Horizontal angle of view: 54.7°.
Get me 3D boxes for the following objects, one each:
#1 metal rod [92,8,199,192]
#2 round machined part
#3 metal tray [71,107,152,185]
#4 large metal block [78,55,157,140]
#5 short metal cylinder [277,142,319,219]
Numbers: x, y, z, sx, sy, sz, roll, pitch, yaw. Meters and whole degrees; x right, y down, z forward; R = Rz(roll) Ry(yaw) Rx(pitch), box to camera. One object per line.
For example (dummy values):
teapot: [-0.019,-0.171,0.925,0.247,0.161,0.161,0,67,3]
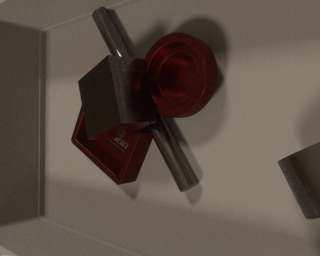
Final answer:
metal rod: [-0.029,-0.052,0.428,0.025,0.025,0.299,-41,65,32]
round machined part: [0.026,-0.061,0.372,0.098,0.042,0.097,0,90,39]
metal tray: [-0.075,0.012,0.462,0.130,0.030,0.089,34,111,34]
large metal block: [-0.055,-0.034,0.385,0.080,0.050,0.080,-23,75,48]
short metal cylinder: [0.145,0.035,0.251,0.080,0.081,0.050,-33,70,35]
